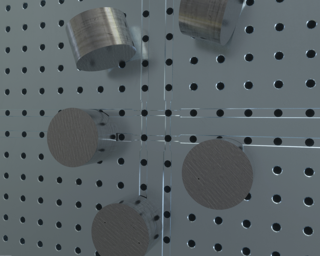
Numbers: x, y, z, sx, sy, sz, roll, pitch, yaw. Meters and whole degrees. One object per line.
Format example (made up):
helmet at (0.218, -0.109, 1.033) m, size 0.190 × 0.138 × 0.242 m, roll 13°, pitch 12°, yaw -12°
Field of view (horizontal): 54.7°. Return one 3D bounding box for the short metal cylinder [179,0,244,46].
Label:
short metal cylinder at (0.062, -0.143, 0.361) m, size 0.050 × 0.080 × 0.080 m, roll 22°, pitch 97°, yaw 18°

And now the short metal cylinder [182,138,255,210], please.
short metal cylinder at (0.072, 0.052, 0.374) m, size 0.080 × 0.050 × 0.079 m, roll 0°, pitch 90°, yaw 19°

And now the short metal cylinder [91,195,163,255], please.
short metal cylinder at (-0.043, 0.135, 0.413) m, size 0.080 × 0.050 × 0.079 m, roll 0°, pitch 90°, yaw 19°

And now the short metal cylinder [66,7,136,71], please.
short metal cylinder at (-0.078, -0.114, 0.410) m, size 0.080 × 0.080 × 0.050 m, roll -20°, pitch 84°, yaw 18°

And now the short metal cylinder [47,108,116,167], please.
short metal cylinder at (-0.109, 0.013, 0.436) m, size 0.080 × 0.050 × 0.079 m, roll 0°, pitch 90°, yaw 19°
